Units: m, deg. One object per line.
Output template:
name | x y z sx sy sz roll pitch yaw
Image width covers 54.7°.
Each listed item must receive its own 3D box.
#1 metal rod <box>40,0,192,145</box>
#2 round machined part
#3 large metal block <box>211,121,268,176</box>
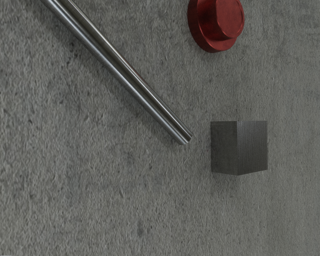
metal rod | -0.055 -0.079 0.357 0.300 0.025 0.025 46 63 -30
round machined part | 0.091 -0.166 0.469 0.099 0.042 0.097 0 90 -40
large metal block | 0.127 0.029 0.495 0.081 0.050 0.079 -2 91 -40
